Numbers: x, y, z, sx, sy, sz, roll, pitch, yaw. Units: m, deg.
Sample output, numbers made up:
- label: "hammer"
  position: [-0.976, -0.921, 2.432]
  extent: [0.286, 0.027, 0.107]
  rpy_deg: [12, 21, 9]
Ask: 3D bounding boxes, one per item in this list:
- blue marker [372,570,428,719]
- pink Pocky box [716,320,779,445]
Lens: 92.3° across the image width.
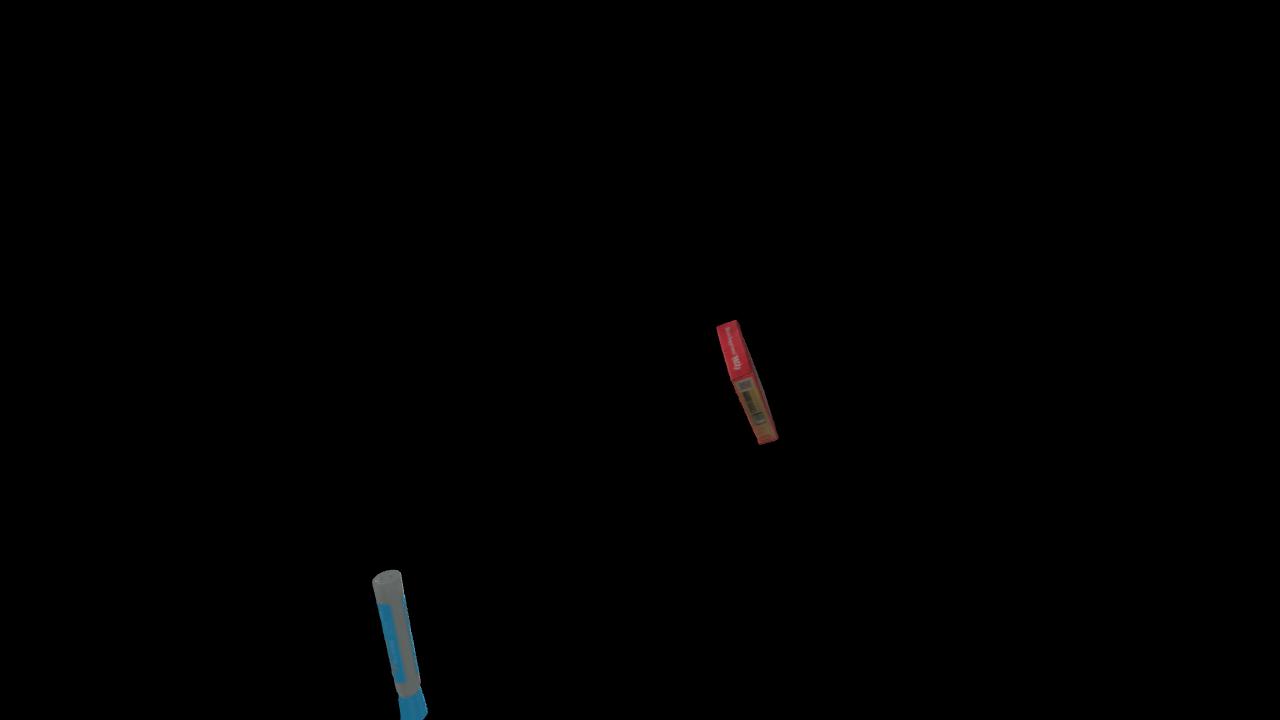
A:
- label: "blue marker"
  position: [-0.169, 0.207, 0.436]
  extent: [0.020, 0.121, 0.020]
  rpy_deg: [-4, 14, 1]
- label: "pink Pocky box"
  position: [0.132, 0.030, 0.750]
  extent: [0.029, 0.084, 0.155]
  rpy_deg: [-19, -41, 11]
